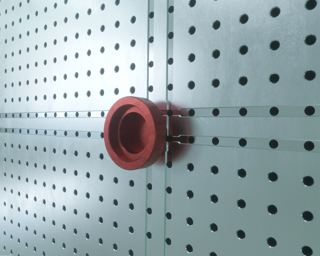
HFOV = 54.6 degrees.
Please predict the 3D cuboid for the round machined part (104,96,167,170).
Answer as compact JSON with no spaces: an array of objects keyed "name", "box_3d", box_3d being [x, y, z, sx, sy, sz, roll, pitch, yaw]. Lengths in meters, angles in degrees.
[{"name":"round machined part","box_3d":[-0.029,0.007,0.424,0.098,0.042,0.097,0,90,40]}]
